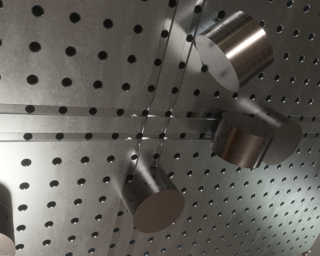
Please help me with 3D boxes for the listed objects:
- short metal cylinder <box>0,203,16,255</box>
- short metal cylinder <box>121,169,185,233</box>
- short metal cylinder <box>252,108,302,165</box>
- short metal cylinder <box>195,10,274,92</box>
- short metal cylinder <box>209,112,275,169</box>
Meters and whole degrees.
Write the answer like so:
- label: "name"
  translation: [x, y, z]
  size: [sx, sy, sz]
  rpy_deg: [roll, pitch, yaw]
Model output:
- label: "short metal cylinder"
  translation: [-0.214, 0.131, 0.360]
  size: [0.081, 0.050, 0.079]
  rpy_deg: [-14, 124, -21]
- label: "short metal cylinder"
  translation: [-0.011, 0.107, 0.457]
  size: [0.081, 0.050, 0.079]
  rpy_deg: [-14, 125, -21]
- label: "short metal cylinder"
  translation: [0.182, 0.014, 0.506]
  size: [0.081, 0.050, 0.079]
  rpy_deg: [-14, 125, -21]
- label: "short metal cylinder"
  translation: [0.087, -0.090, 0.369]
  size: [0.050, 0.080, 0.080]
  rpy_deg: [-37, 130, -4]
- label: "short metal cylinder"
  translation: [0.119, 0.016, 0.453]
  size: [0.081, 0.080, 0.050]
  rpy_deg: [4, 116, -31]
